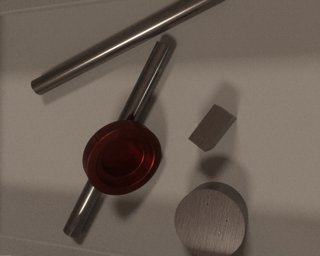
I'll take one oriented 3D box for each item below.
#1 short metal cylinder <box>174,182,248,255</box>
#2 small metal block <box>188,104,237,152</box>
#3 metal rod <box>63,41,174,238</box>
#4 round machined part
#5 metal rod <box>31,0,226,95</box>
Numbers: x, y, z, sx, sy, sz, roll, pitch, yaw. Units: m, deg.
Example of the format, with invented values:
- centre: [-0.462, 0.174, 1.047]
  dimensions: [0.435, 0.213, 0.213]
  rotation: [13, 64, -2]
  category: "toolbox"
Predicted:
- centre: [0.063, 0.109, 0.374]
  dimensions: [0.080, 0.050, 0.079]
  rotation: [0, 90, 19]
  category: "short metal cylinder"
- centre: [0.065, 0.000, 0.374]
  dimensions: [0.025, 0.050, 0.050]
  rotation: [39, 102, 15]
  category: "small metal block"
- centre: [-0.061, 0.022, 0.430]
  dimensions: [0.025, 0.025, 0.298]
  rotation: [31, 100, 17]
  category: "metal rod"
- centre: [-0.051, 0.034, 0.399]
  dimensions: [0.098, 0.099, 0.042]
  rotation: [-62, 36, 10]
  category: "round machined part"
- centre: [-0.056, -0.116, 0.428]
  dimensions: [0.300, 0.025, 0.025]
  rotation: [-22, 83, 18]
  category: "metal rod"
